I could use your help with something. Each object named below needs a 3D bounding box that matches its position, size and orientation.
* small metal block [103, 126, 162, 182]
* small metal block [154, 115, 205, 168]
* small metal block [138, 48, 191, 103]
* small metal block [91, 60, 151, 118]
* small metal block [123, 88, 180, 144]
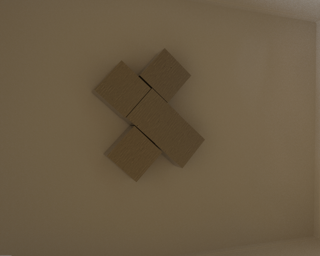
[{"bbox_3d":[-0.035,0.032,0.396,0.050,0.025,0.050,45,77,-15],"label":"small metal block"},{"bbox_3d":[0.023,0.018,0.416,0.050,0.025,0.050,43,76,-15],"label":"small metal block"},{"bbox_3d":[0.004,-0.067,0.409,0.050,0.025,0.050,43,75,-15],"label":"small metal block"},{"bbox_3d":[-0.049,-0.048,0.390,0.050,0.025,0.050,43,76,-15],"label":"small metal block"},{"bbox_3d":[-0.012,-0.015,0.403,0.050,0.025,0.050,43,76,-15],"label":"small metal block"}]
